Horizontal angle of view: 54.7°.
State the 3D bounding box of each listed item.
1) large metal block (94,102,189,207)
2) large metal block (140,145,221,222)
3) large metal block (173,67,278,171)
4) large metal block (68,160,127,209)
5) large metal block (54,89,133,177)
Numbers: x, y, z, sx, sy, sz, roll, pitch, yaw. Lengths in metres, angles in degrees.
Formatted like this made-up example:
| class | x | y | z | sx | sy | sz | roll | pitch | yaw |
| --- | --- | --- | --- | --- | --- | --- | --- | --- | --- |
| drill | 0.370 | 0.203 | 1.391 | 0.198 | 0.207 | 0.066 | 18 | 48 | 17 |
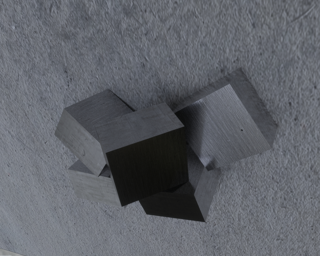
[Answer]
| class | x | y | z | sx | sy | sz | roll | pitch | yaw |
| --- | --- | --- | --- | --- | --- | --- | --- | --- | --- |
| large metal block | -0.018 | 0.028 | 0.338 | 0.050 | 0.081 | 0.080 | -125 | 21 | -49 |
| large metal block | 0.024 | 0.066 | 0.394 | 0.080 | 0.080 | 0.050 | -1 | 129 | 29 |
| large metal block | 0.072 | -0.008 | 0.348 | 0.080 | 0.050 | 0.080 | -27 | 104 | 37 |
| large metal block | -0.069 | 0.063 | 0.447 | 0.080 | 0.080 | 0.050 | 7 | 122 | 25 |
| large metal block | -0.074 | 0.004 | 0.406 | 0.080 | 0.080 | 0.050 | 43 | 130 | 9 |
